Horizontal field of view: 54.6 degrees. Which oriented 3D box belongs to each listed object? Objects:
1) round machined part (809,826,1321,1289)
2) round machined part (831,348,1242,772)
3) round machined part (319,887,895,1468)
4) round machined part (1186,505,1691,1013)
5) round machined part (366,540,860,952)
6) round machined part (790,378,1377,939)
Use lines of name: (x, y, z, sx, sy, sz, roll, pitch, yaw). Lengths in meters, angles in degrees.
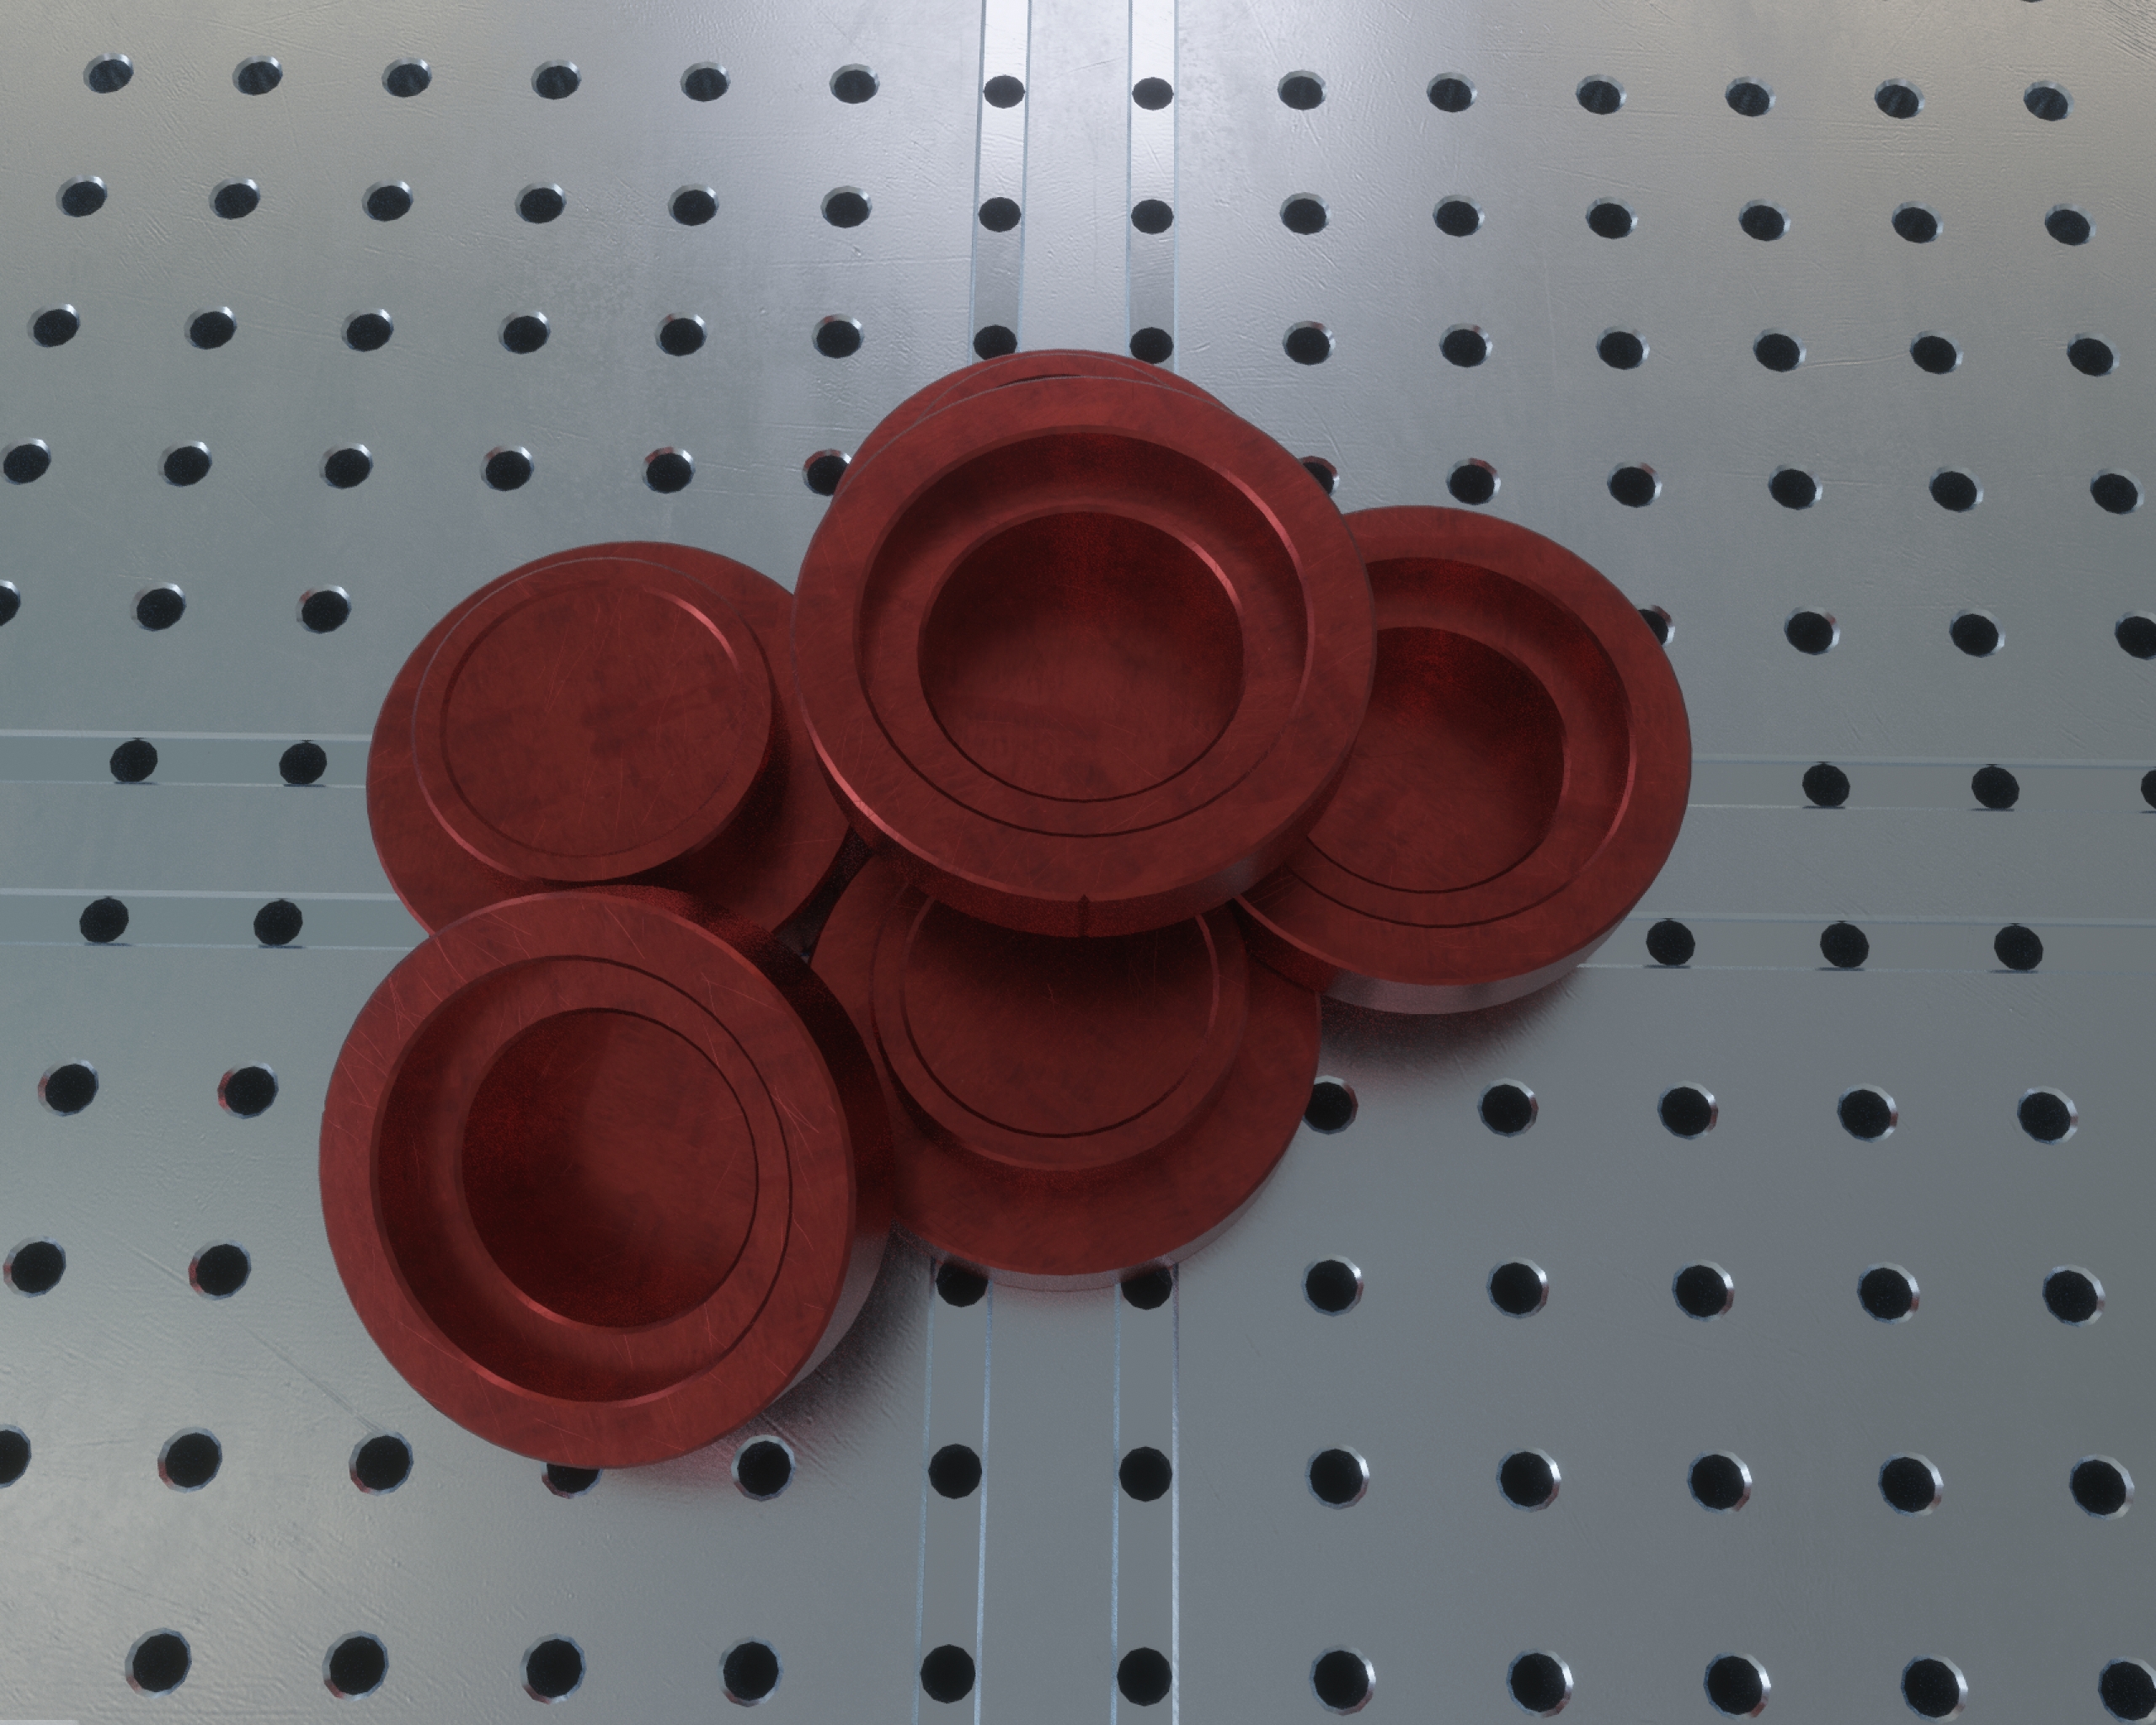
round machined part: (-0.003, 0.028, 0.392, 0.099, 0.042, 0.098, 0, 70, 0)
round machined part: (-0.003, -0.064, 0.426, 0.099, 0.042, 0.098, 0, 70, 0)
round machined part: (-0.079, 0.052, 0.369, 0.098, 0.042, 0.097, 1, 93, 14)
round machined part: (0.065, -0.017, 0.409, 0.099, 0.042, 0.098, 0, 70, 0)
round machined part: (-0.090, -0.020, 0.410, 0.099, 0.042, 0.098, 0, 70, 0)
round machined part: (0.001, -0.033, 0.369, 0.099, 0.042, 0.098, 0, 70, 0)
